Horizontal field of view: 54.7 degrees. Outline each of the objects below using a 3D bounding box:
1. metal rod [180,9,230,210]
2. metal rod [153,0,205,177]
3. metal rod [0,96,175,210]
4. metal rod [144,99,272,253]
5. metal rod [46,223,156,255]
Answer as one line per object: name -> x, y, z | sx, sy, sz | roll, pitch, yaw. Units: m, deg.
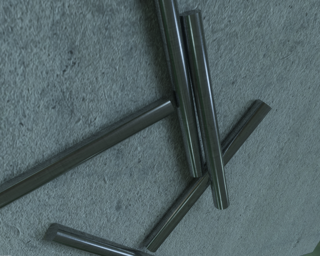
metal rod -> 0.066, -0.004, 0.420 | 0.025, 0.025, 0.298 | -23, 121, -14
metal rod -> 0.027, -0.049, 0.390 | 0.025, 0.025, 0.298 | -25, 128, -13
metal rod -> -0.118, 0.043, 0.368 | 0.301, 0.025, 0.025 | -29, 128, -10
metal rod -> 0.071, 0.081, 0.495 | 0.025, 0.025, 0.299 | 29, 102, -38
metal rod -> -0.051, 0.209, 0.508 | 0.025, 0.025, 0.301 | -48, 129, 6
